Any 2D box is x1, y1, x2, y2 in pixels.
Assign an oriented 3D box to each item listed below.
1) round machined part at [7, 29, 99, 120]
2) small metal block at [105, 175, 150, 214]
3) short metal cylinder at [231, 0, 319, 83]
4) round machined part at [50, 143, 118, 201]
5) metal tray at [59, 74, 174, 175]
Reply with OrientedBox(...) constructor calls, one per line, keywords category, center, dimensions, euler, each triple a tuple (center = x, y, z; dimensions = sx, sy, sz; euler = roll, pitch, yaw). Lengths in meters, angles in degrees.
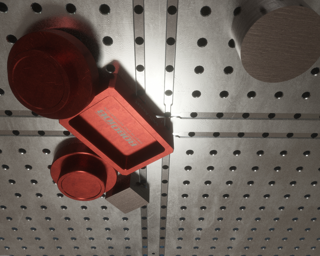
OrientedBox(category="round machined part", center=(-0.120, -0.054, 0.334), dimensions=(0.098, 0.042, 0.097), euler=(4, 114, 10))
OrientedBox(category="small metal block", center=(-0.052, 0.109, 0.504), dimensions=(0.050, 0.025, 0.050), euler=(-28, 125, 21))
OrientedBox(category="short metal cylinder", center=(0.118, -0.094, 0.317), dimensions=(0.081, 0.050, 0.079), euler=(0, 131, 0))
OrientedBox(category="round machined part", center=(-0.113, 0.072, 0.460), dimensions=(0.099, 0.042, 0.097), euler=(-1, 130, 0))
OrientedBox(category="metal tray", center=(-0.053, 0.002, 0.408), dimensions=(0.090, 0.030, 0.130), euler=(-29, 125, 22))
